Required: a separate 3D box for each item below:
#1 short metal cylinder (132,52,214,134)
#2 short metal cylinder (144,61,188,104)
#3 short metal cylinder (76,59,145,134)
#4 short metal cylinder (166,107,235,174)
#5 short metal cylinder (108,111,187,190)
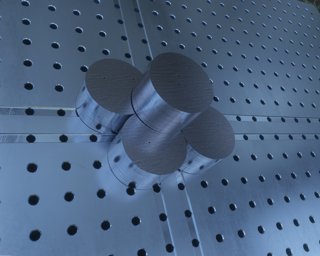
[{"bbox_3d":[0.014,-0.040,0.359,0.081,0.050,0.080,14,57,-22],"label":"short metal cylinder"},{"bbox_3d":[0.009,-0.051,0.429,0.081,0.050,0.080,14,56,-21],"label":"short metal cylinder"},{"bbox_3d":[-0.059,-0.039,0.384,0.081,0.050,0.080,14,56,-21],"label":"short metal cylinder"},{"bbox_3d":[0.051,0.015,0.412,0.081,0.050,0.080,14,56,-21],"label":"short metal cylinder"},{"bbox_3d":[-0.015,0.027,0.368,0.081,0.050,0.080,14,56,-21],"label":"short metal cylinder"}]
